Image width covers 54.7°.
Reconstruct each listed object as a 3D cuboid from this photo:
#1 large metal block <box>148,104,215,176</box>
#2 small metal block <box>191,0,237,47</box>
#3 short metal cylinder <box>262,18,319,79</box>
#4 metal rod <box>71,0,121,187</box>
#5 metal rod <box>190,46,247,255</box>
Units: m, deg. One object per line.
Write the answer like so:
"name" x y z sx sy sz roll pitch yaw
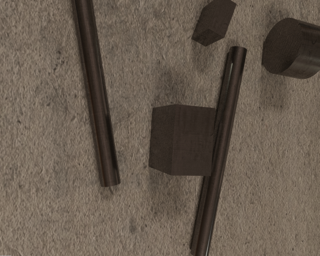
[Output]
"large metal block" 0.025 0.014 0.390 0.050 0.080 0.080 4 89 -20
"small metal block" 0.073 -0.145 0.424 0.025 0.050 0.050 23 82 -19
"short metal cylinder" 0.197 -0.115 0.454 0.050 0.080 0.080 6 88 -20
"metal rod" -0.083 -0.077 0.378 0.025 0.025 0.298 -10 93 -20
"metal rod" 0.085 0.031 0.441 0.025 0.025 0.298 13 86 -20
